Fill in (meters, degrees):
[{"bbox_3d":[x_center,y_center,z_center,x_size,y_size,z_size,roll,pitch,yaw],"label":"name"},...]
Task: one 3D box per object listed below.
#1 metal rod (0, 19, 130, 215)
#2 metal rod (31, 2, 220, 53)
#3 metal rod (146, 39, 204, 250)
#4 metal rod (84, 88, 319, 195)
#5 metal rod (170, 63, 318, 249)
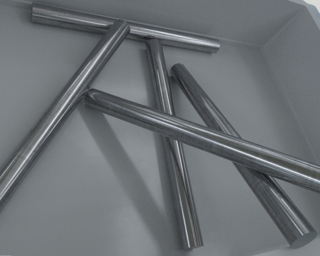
[{"bbox_3d":[-0.106,-0.033,0.358,0.025,0.025,0.300,31,55,-9],"label":"metal rod"},{"bbox_3d":[-0.035,-0.149,0.478,0.303,0.025,0.025,2,61,-28],"label":"metal rod"},{"bbox_3d":[0.013,0.002,0.412,0.025,0.025,0.299,5,60,-26],"label":"metal rod"},{"bbox_3d":[0.043,0.010,0.325,0.301,0.025,0.025,20,46,24],"label":"metal rod"},{"bbox_3d":[0.075,0.003,0.371,0.025,0.025,0.300,4,36,-27],"label":"metal rod"}]
